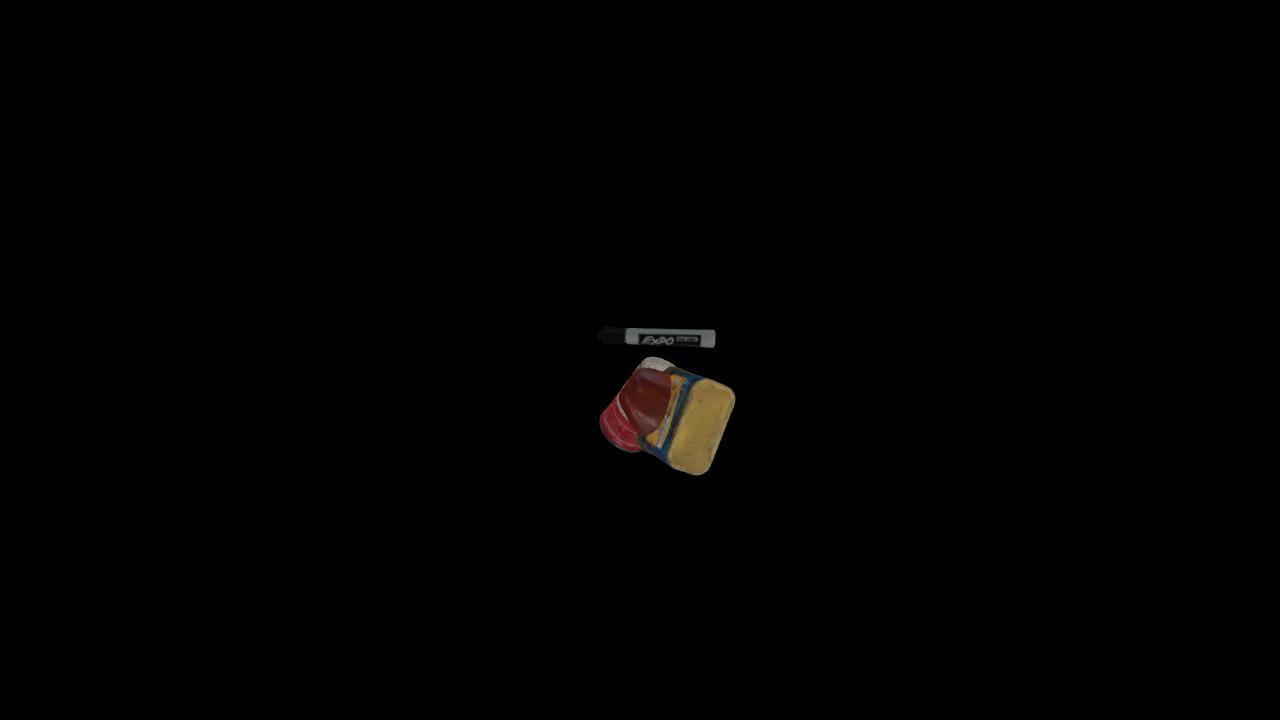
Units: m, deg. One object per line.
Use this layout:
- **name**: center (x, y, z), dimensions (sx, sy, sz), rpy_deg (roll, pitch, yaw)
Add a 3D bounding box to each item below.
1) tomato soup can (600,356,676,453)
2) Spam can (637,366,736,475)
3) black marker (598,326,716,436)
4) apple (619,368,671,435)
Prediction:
- **tomato soup can**: center (0.005, 0.052, 0.723), dimensions (0.068, 0.068, 0.101), rpy_deg (0, -42, -41)
- **Spam can**: center (0.048, 0.063, 0.650), dimensions (0.058, 0.101, 0.085), rpy_deg (22, -3, -20)
- **black marker**: center (0.017, -0.024, 0.638), dimensions (0.121, 0.020, 0.020), rpy_deg (2, 0, -1)
- **apple**: center (0.023, 0.051, 0.678), dimensions (0.093, 0.079, 0.079), rpy_deg (35, 0, 1)
